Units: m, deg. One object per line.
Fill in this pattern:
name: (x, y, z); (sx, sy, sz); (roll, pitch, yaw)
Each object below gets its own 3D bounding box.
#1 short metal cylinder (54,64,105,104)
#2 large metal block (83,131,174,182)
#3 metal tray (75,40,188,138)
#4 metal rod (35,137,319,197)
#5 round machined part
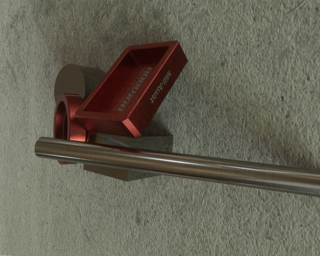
short metal cylinder: (-0.122, -0.057, 0.488); (0.080, 0.050, 0.079); (0, 90, 39)
large metal block: (-0.040, 0.032, 0.401); (0.080, 0.081, 0.050); (6, 94, 39)
metal tray: (-0.033, -0.051, 0.379); (0.090, 0.030, 0.130); (6, 54, 39)
metal rod: (0.006, 0.037, 0.323); (0.301, 0.025, 0.025); (6, 94, 15)
round machined part: (-0.117, 0.001, 0.431); (0.098, 0.042, 0.097); (-3, 86, 60)
